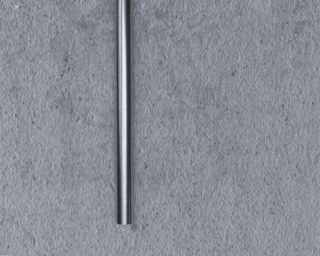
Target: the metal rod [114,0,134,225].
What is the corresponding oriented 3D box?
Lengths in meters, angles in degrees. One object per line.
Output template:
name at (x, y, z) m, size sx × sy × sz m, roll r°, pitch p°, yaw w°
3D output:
metal rod at (-0.047, -0.025, 0.409) m, size 0.025 × 0.025 × 0.298 m, roll 0°, pitch 90°, yaw 0°
